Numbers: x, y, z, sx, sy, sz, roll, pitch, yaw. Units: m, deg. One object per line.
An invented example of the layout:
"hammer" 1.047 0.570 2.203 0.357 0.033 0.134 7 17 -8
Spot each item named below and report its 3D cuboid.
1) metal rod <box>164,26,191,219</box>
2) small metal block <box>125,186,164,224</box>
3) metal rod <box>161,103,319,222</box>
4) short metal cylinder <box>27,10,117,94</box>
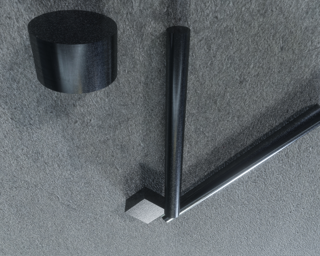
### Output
"metal rod" 0.019 0.017 0.410 0.025 0.025 0.298 0 127 0
"small metal block" -0.023 0.129 0.517 0.050 0.025 0.050 35 122 -26
"metal rod" 0.108 0.065 0.463 0.025 0.025 0.299 33 123 -25
"short metal cylinder" -0.083 -0.077 0.305 0.081 0.080 0.050 4 130 -4
